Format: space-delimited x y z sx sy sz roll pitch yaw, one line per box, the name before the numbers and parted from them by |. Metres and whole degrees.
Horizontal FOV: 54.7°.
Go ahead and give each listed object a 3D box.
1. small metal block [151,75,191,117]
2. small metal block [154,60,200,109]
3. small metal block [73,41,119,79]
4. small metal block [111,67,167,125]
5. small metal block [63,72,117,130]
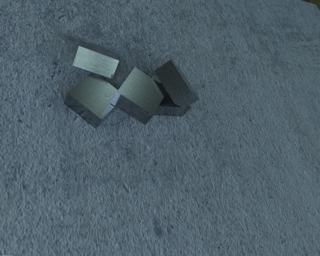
small metal block | 0.010 -0.044 0.440 0.050 0.025 0.050 2 61 -28
small metal block | 0.023 -0.056 0.405 0.050 0.025 0.050 59 13 14
small metal block | -0.083 -0.089 0.401 0.050 0.025 0.050 17 18 -19
small metal block | -0.025 -0.040 0.384 0.050 0.025 0.050 33 51 -7
small metal block | -0.081 -0.035 0.384 0.050 0.025 0.050 39 51 -3
